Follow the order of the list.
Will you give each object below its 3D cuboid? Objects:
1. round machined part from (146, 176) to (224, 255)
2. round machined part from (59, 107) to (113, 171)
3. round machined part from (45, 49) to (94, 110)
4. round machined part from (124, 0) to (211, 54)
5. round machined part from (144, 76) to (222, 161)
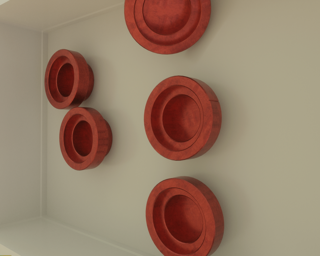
[{"bbox_3d":[0.033,0.106,0.369,0.098,0.042,0.097,0,90,40],"label":"round machined part"},{"bbox_3d":[-0.113,0.016,0.490,0.098,0.042,0.097,0,90,40],"label":"round machined part"},{"bbox_3d":[-0.148,-0.079,0.518,0.098,0.042,0.097,0,90,40],"label":"round machined part"},{"bbox_3d":[0.007,-0.141,0.366,0.097,0.099,0.042,-56,22,25],"label":"round machined part"},{"bbox_3d":[0.031,-0.011,0.370,0.098,0.042,0.097,0,90,40],"label":"round machined part"}]
